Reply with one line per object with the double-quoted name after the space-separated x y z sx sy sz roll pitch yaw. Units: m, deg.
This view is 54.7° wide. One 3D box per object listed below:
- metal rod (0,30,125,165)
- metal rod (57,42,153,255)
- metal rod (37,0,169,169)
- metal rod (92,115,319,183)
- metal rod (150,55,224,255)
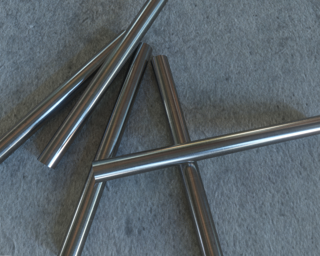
-0.147 -0.030 0.417 0.025 0.025 0.301 40 74 13 "metal rod"
-0.064 0.018 0.400 0.025 0.025 0.299 15 70 5 "metal rod"
-0.067 -0.080 0.420 0.025 0.025 0.300 29 78 10 "metal rod"
0.071 0.022 0.378 0.302 0.025 0.025 -11 70 -13 "metal rod"
0.033 0.039 0.394 0.025 0.025 0.299 -12 71 -5 "metal rod"
